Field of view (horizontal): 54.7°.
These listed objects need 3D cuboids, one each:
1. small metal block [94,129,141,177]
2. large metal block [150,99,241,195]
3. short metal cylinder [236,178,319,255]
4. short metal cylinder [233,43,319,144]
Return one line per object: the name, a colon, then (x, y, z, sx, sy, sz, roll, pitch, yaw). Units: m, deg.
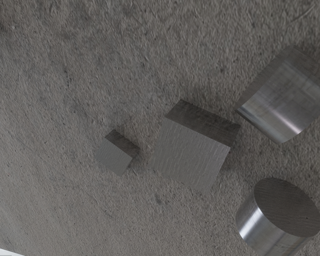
small metal block: (-0.064, 0.038, 0.464, 0.050, 0.025, 0.050, 36, 129, 4)
large metal block: (0.042, 0.023, 0.383, 0.080, 0.050, 0.079, 25, 128, 12)
short metal cylinder: (0.137, 0.105, 0.364, 0.080, 0.080, 0.050, 28, 128, 10)
short metal cylinder: (0.115, -0.032, 0.291, 0.050, 0.080, 0.080, 40, 129, 1)
